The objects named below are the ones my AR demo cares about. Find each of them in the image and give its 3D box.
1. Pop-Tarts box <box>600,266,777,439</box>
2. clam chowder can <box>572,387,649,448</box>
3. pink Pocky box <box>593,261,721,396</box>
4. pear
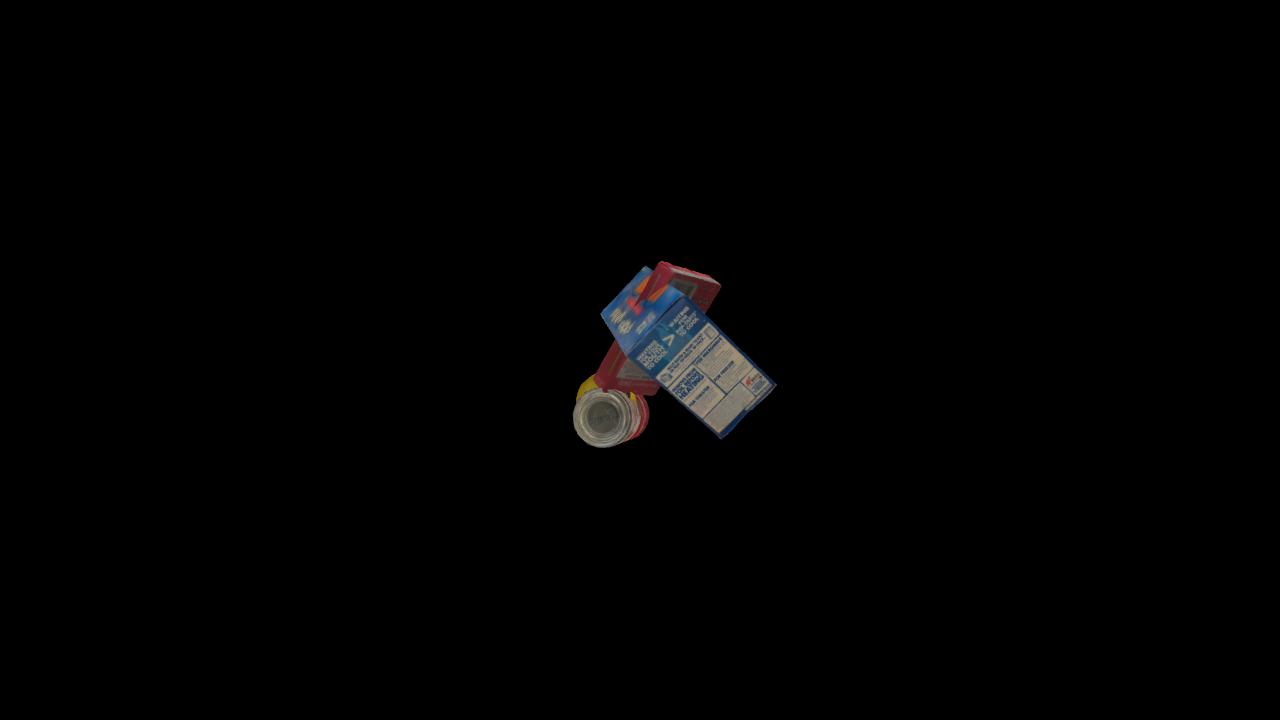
[{"bbox_3d":[0.045,-0.015,0.663,0.141,0.083,0.167,41,5,-20],"label":"Pop-Tarts box"},{"bbox_3d":[-0.032,0.064,0.708,0.068,0.068,0.102,0,-2,12],"label":"clam chowder can"},{"bbox_3d":[0.018,-0.029,0.669,0.084,0.155,0.029,6,31,-47],"label":"pink Pocky box"},{"bbox_3d":[-0.026,0.052,0.716,0.080,0.080,0.111,0,-2,-30],"label":"pear"}]
